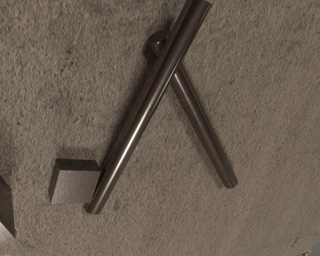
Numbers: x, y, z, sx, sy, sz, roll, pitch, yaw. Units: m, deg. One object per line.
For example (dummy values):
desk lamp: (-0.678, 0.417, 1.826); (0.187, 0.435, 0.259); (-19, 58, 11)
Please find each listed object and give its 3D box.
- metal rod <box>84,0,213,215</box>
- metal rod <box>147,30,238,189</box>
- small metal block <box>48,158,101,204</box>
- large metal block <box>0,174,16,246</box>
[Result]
metal rod: (-0.026, -0.009, 0.367); (0.025, 0.025, 0.298); (12, 119, -34)
metal rod: (0.060, -0.004, 0.438); (0.025, 0.025, 0.299); (-36, 130, -4)
small metal block: (-0.108, 0.067, 0.390); (0.050, 0.025, 0.050); (7, 115, -32)
large metal block: (-0.202, 0.090, 0.317); (0.081, 0.080, 0.050); (-25, 128, -13)
